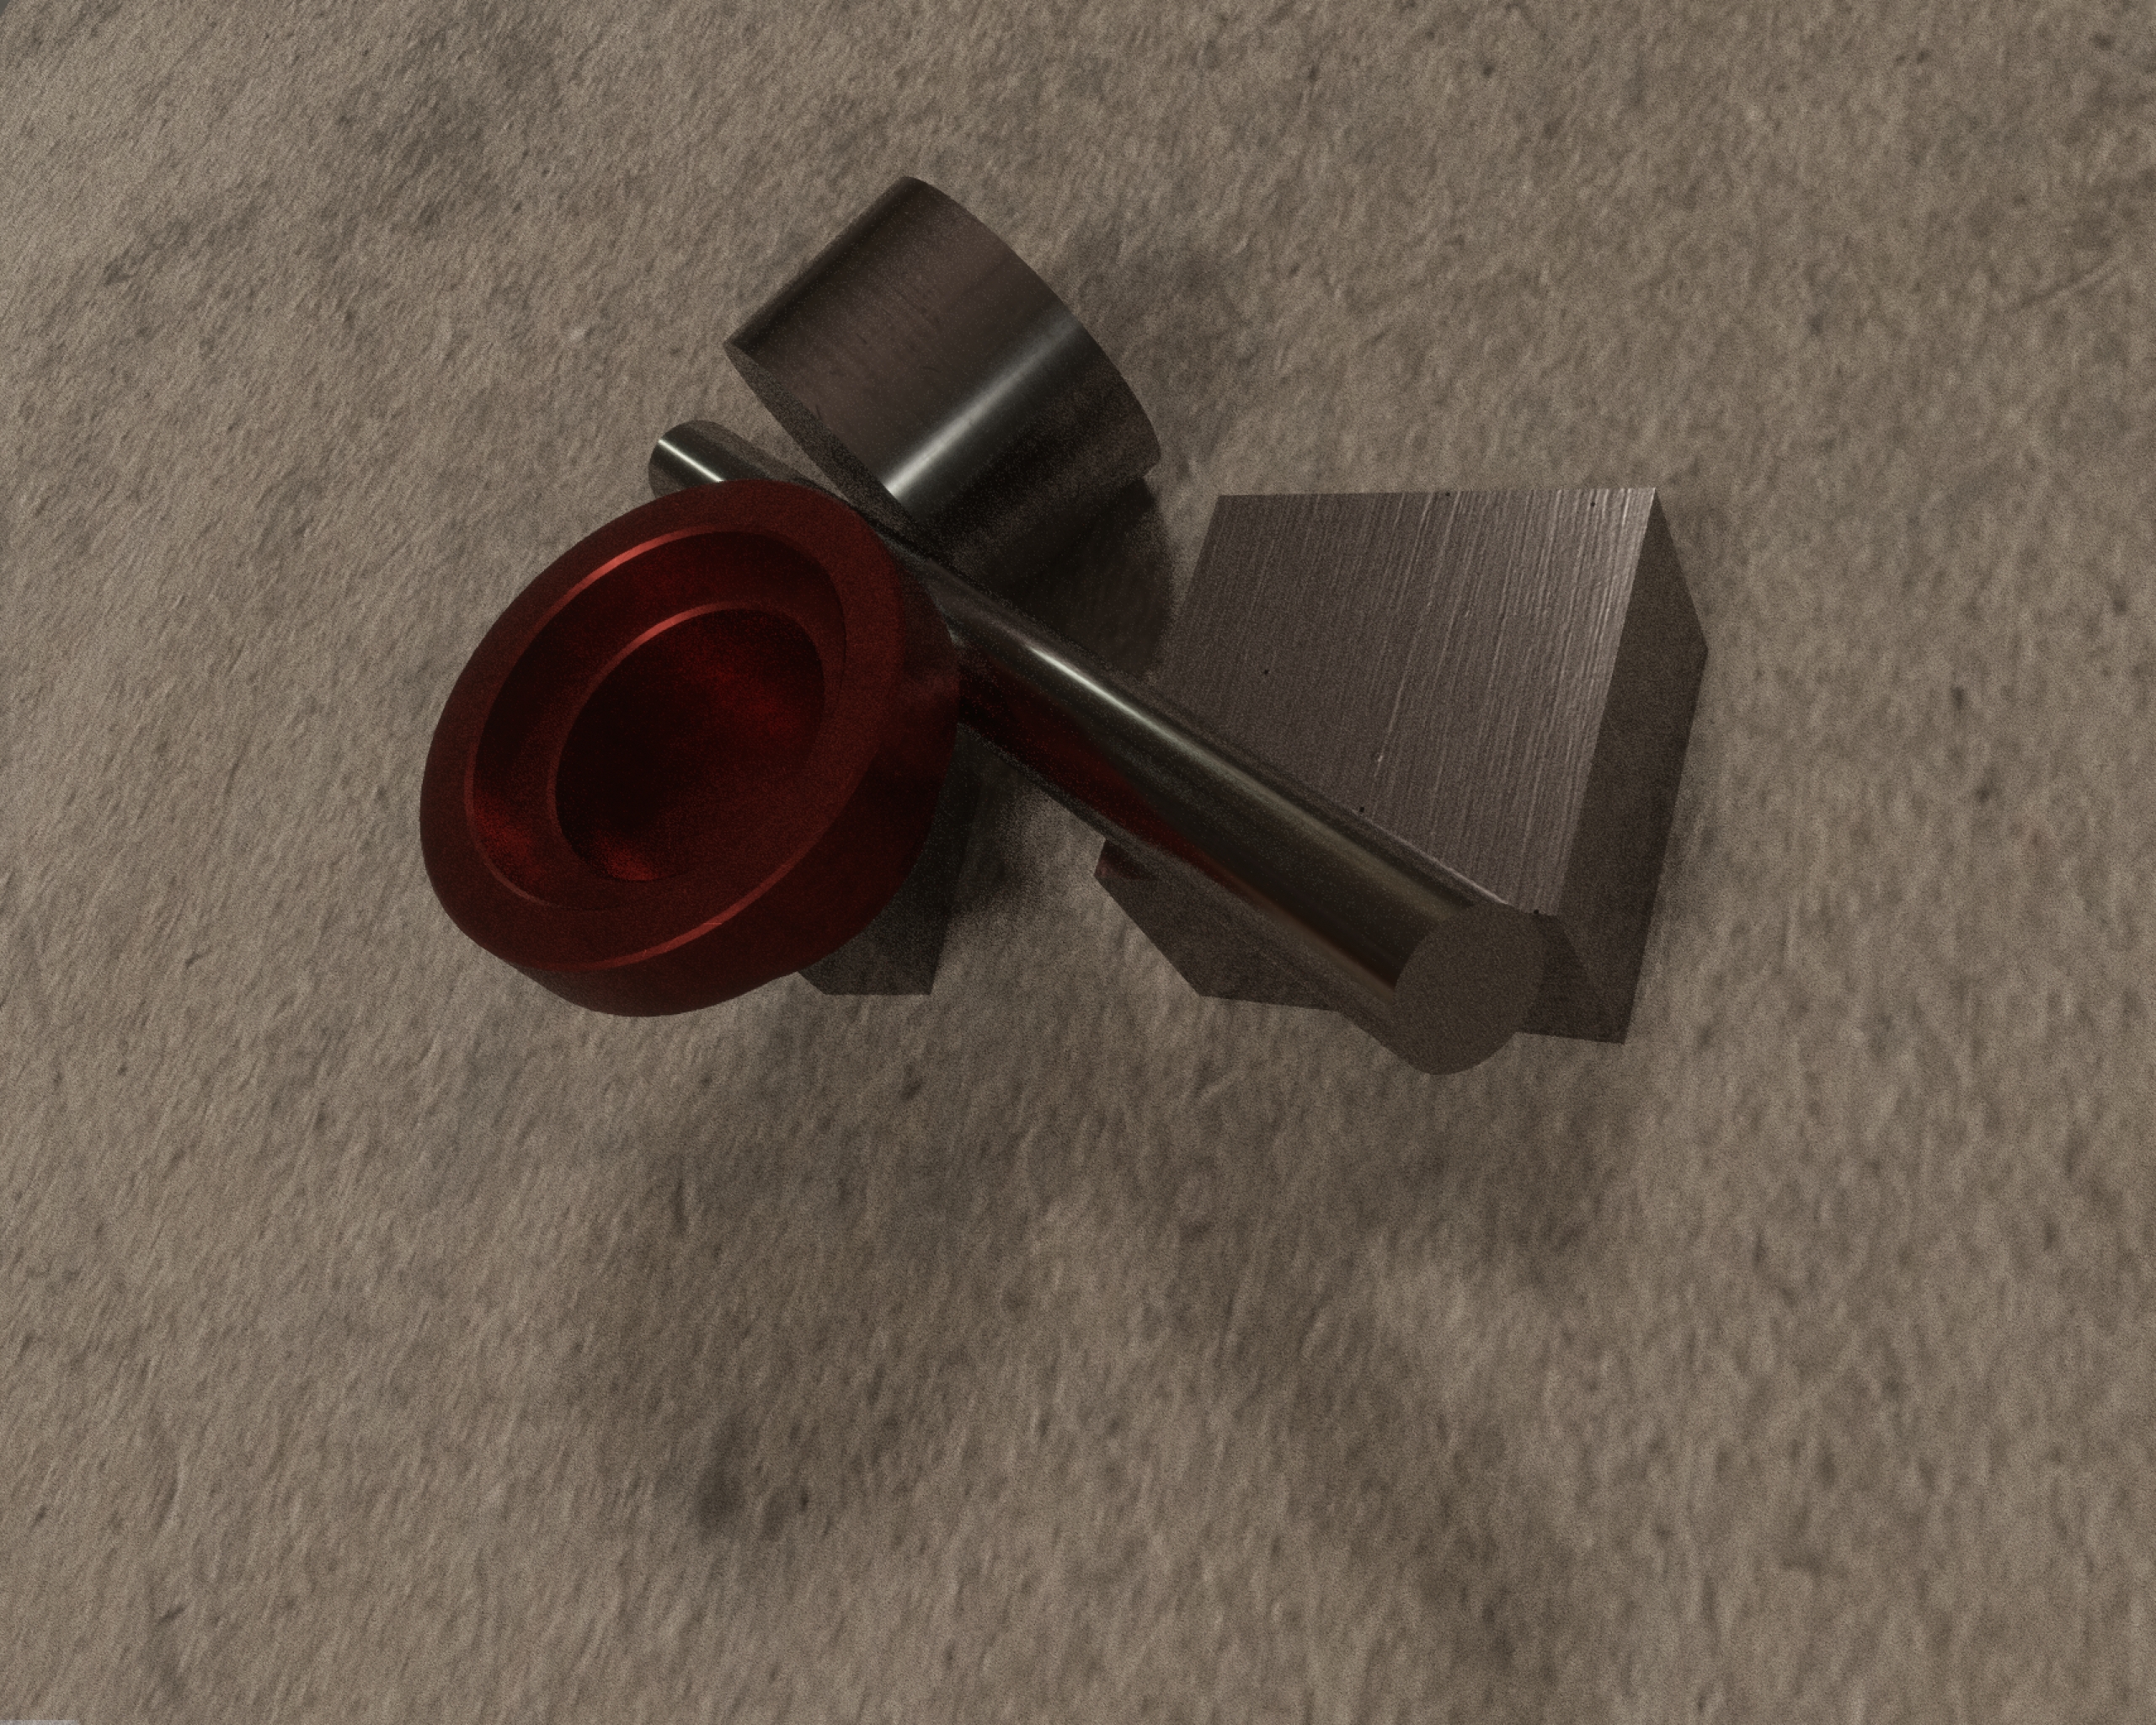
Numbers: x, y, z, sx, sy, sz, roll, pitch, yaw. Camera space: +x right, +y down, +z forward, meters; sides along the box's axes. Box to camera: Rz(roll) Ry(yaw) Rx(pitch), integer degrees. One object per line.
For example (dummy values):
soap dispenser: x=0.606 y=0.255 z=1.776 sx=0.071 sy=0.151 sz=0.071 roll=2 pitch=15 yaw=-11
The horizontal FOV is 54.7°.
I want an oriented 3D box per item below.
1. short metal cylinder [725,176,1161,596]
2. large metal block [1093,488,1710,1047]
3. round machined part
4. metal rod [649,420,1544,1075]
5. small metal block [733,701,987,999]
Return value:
short metal cylinder: x=-0.029 y=-0.097 z=0.443 sx=0.050 sy=0.080 sz=0.080 roll=-45 pitch=51 yaw=-3
large metal block: x=0.059 y=-0.018 z=0.369 sx=0.080 sy=0.050 sz=0.080 roll=5 pitch=64 yaw=30
round machined part: x=-0.064 y=-0.017 z=0.374 sx=0.098 sy=0.042 sz=0.098 roll=-12 pitch=58 yaw=21
metal rod: x=-0.021 y=-0.040 z=0.391 sx=0.025 sy=0.025 sz=0.300 roll=-46 pitch=37 yaw=-4
small metal block: x=-0.046 y=-0.006 z=0.416 sx=0.025 sy=0.050 sz=0.050 roll=-2 pitch=61 yaw=27
